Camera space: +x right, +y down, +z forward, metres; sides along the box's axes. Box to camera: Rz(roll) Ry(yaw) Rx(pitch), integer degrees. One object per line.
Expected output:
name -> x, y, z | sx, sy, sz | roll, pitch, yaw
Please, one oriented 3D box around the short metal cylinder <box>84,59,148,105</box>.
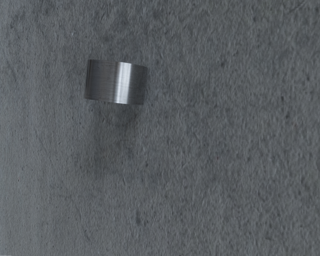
short metal cylinder -> -0.059, -0.060, 0.416 | 0.080, 0.081, 0.050 | 11, 97, 39
